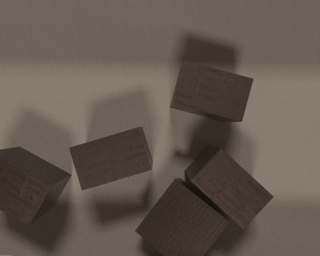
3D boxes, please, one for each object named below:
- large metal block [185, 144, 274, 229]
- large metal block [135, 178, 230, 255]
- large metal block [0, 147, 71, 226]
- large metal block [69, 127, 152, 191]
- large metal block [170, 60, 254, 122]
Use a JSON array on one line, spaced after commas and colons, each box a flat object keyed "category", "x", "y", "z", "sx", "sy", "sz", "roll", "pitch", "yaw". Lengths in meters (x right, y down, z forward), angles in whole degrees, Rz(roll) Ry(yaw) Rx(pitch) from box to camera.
[{"category": "large metal block", "x": 0.080, "y": 0.068, "z": 0.385, "sx": 0.080, "sy": 0.080, "sz": 0.050, "roll": 43, "pitch": 90, "yaw": -1}, {"category": "large metal block", "x": 0.030, "y": 0.120, "z": 0.390, "sx": 0.080, "sy": 0.050, "sz": 0.080, "roll": 37, "pitch": 90, "yaw": 14}, {"category": "large metal block", "x": -0.168, "y": 0.067, "z": 0.382, "sx": 0.080, "sy": 0.080, "sz": 0.050, "roll": 29, "pitch": 90, "yaw": -1}, {"category": "large metal block", "x": -0.055, "y": 0.034, "z": 0.383, "sx": 0.080, "sy": 0.080, "sz": 0.050, "roll": -17, "pitch": 90, "yaw": 0}, {"category": "large metal block", "x": 0.059, "y": -0.042, "z": 0.385, "sx": 0.080, "sy": 0.080, "sz": 0.050, "roll": 15, "pitch": 90, "yaw": -1}]
